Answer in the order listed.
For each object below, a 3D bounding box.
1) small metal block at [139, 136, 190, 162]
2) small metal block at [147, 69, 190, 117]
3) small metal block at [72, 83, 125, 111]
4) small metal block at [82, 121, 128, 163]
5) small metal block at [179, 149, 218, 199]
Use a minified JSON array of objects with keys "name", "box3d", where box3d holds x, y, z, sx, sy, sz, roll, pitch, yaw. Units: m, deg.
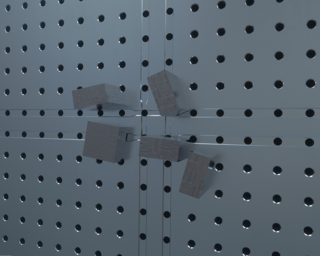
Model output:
[{"name":"small metal block","box3d":[0.007,0.025,0.396,0.050,0.050,0.025,7,93,19]},{"name":"small metal block","box3d":[0.012,-0.043,0.394,0.025,0.050,0.050,-22,83,18]},{"name":"small metal block","box3d":[-0.084,-0.041,0.428,0.050,0.050,0.025,-10,87,19]},{"name":"small metal block","box3d":[-0.078,0.019,0.439,0.050,0.025,0.050,11,94,19]},{"name":"small metal block","box3d":[0.048,0.055,0.382,0.025,0.050,0.050,17,96,19]}]
